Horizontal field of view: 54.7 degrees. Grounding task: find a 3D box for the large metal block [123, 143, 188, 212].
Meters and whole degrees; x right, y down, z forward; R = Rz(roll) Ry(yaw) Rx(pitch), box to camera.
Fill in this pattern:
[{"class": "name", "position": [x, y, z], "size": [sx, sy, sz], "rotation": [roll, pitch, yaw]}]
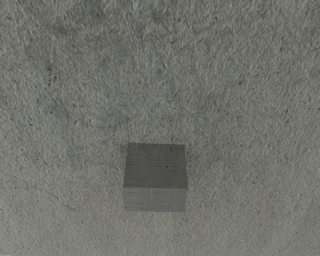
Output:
[{"class": "large metal block", "position": [-0.006, 0.067, 0.428], "size": [0.081, 0.080, 0.050], "rotation": [2, 130, -2]}]
